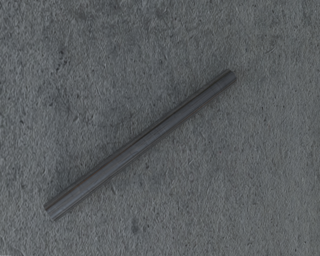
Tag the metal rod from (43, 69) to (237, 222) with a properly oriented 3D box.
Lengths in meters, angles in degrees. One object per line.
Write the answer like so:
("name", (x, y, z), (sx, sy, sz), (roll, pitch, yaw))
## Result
("metal rod", (-0.014, 0.013, 0.405), (0.301, 0.025, 0.025), (-37, 102, -16))
